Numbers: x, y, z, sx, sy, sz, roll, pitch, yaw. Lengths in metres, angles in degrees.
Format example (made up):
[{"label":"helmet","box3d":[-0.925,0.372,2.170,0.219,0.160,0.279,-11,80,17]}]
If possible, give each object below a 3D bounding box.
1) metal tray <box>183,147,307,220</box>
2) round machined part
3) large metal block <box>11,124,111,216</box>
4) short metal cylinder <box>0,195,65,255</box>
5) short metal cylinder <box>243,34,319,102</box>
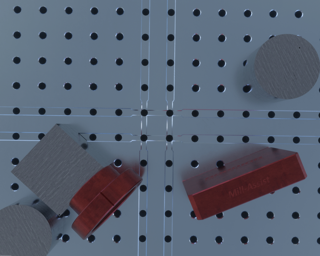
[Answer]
[{"label":"metal tray","box3d":[0.097,0.064,0.381,0.131,0.090,0.030,-22,90,0]},{"label":"round machined part","box3d":[-0.070,0.083,0.377,0.042,0.098,0.098,43,90,8]},{"label":"large metal block","box3d":[-0.124,0.051,0.400,0.080,0.050,0.080,43,90,0]},{"label":"short metal cylinder","box3d":[-0.171,0.132,0.400,0.081,0.050,0.080,0,90,0]},{"label":"short metal cylinder","box3d":[0.155,-0.075,0.402,0.081,0.050,0.080,0,90,0]}]
